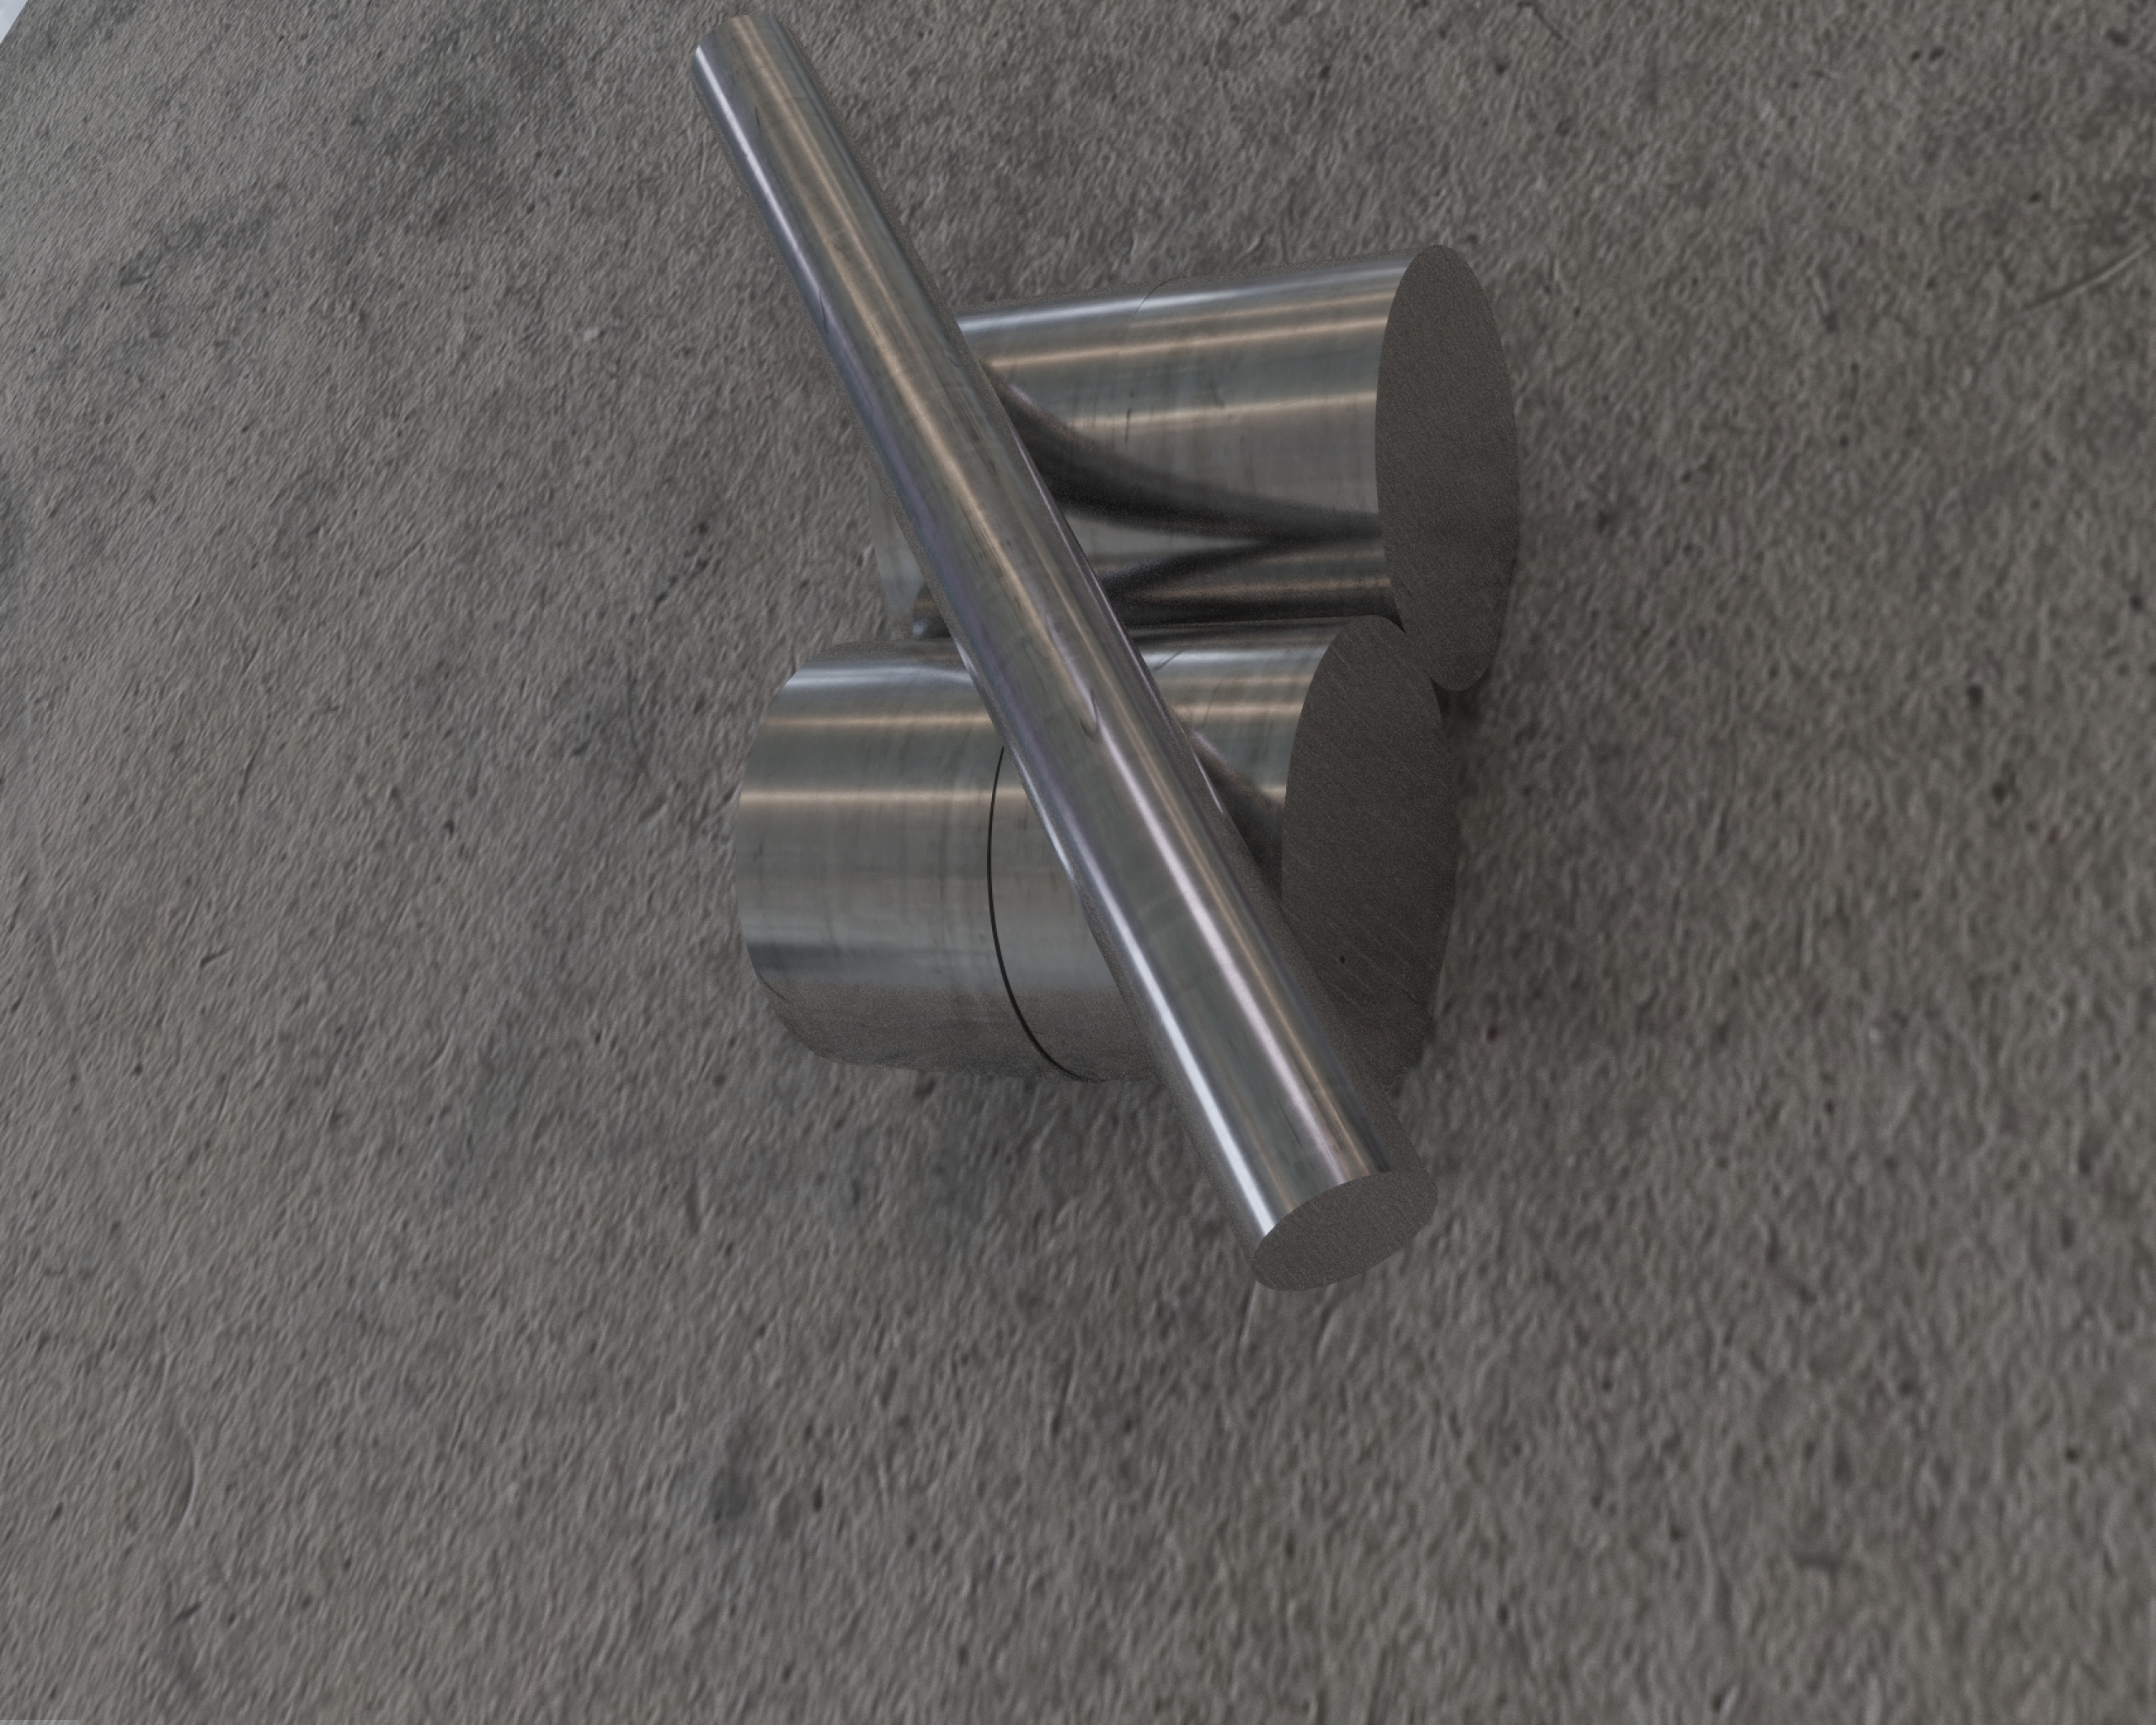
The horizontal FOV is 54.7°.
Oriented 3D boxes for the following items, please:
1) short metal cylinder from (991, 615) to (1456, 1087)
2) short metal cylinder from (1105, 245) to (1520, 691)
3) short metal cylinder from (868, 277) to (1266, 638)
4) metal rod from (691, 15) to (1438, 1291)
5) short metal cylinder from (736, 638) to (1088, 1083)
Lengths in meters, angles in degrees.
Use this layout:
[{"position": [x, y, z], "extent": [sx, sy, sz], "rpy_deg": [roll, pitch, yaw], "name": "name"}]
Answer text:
[{"position": [0.028, -0.001, 0.357], "extent": [0.050, 0.080, 0.080], "rpy_deg": [1, 62, 29], "name": "short metal cylinder"}, {"position": [0.046, -0.071, 0.390], "extent": [0.050, 0.080, 0.080], "rpy_deg": [1, 62, 29], "name": "short metal cylinder"}, {"position": [0.002, -0.072, 0.414], "extent": [0.050, 0.080, 0.080], "rpy_deg": [1, 62, 29], "name": "short metal cylinder"}, {"position": [-0.018, -0.061, 0.349], "extent": [0.025, 0.025, 0.300], "rpy_deg": [-32, 52, 8], "name": "metal rod"}, {"position": [-0.017, -0.001, 0.380], "extent": [0.050, 0.080, 0.080], "rpy_deg": [1, 62, 29], "name": "short metal cylinder"}]
